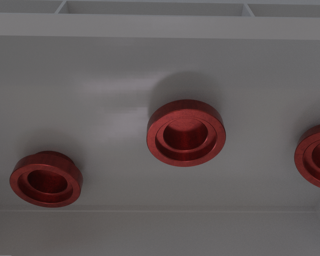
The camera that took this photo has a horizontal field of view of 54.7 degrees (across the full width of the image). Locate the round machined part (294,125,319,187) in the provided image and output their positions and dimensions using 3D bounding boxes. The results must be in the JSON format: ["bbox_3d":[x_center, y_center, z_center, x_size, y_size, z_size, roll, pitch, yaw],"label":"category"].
[{"bbox_3d":[0.235,0.034,0.411,0.098,0.042,0.097,17,129,23],"label":"round machined part"}]

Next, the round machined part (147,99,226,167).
[{"bbox_3d":[0.033,0.002,0.400,0.099,0.042,0.097,0,130,0],"label":"round machined part"}]

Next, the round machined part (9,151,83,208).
[{"bbox_3d":[-0.163,0.072,0.457,0.099,0.042,0.097,0,130,0],"label":"round machined part"}]
